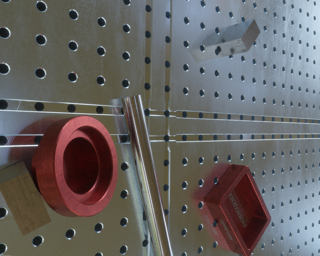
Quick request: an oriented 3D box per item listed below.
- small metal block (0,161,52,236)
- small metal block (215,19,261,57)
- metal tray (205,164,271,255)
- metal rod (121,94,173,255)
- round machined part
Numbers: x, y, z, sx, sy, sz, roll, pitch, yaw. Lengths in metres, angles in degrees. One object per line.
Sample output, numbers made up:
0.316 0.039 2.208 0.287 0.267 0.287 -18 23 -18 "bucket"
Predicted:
-0.126 0.062 0.285 0.025 0.050 0.050 -25 106 -24 "small metal block"
0.125 -0.144 0.497 0.025 0.050 0.050 51 60 -28 "small metal block"
0.135 0.137 0.518 0.090 0.030 0.130 -43 116 -31 "metal tray"
-0.008 0.106 0.402 0.025 0.025 0.298 -19 102 -39 "metal rod"
-0.086 0.038 0.309 0.098 0.042 0.097 -8 90 -66 "round machined part"
